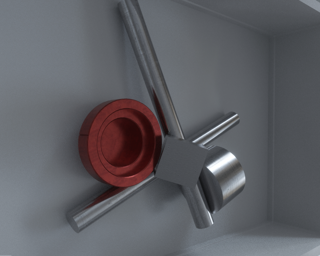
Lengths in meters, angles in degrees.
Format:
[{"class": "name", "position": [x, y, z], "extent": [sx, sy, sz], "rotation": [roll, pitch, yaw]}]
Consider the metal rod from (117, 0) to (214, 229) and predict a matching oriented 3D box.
[{"class": "metal rod", "position": [0.010, -0.013, 0.392], "extent": [0.025, 0.025, 0.298], "rotation": [-25, 99, -38]}]

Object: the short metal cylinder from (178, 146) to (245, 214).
[{"class": "short metal cylinder", "position": [0.069, 0.071, 0.430], "extent": [0.050, 0.080, 0.080], "rotation": [-25, 106, -38]}]

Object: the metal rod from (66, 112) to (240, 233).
[{"class": "metal rod", "position": [0.014, 0.043, 0.418], "extent": [0.302, 0.025, 0.025], "rotation": [-29, 108, -37]}]

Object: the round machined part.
[{"class": "round machined part", "position": [-0.048, 0.016, 0.355], "extent": [0.099, 0.042, 0.097], "rotation": [0, 90, -40]}]

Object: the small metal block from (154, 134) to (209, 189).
[{"class": "small metal block", "position": [0.025, 0.040, 0.374], "extent": [0.050, 0.025, 0.050], "rotation": [18, 95, -6]}]
